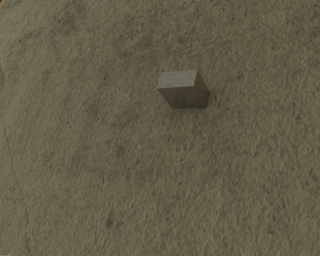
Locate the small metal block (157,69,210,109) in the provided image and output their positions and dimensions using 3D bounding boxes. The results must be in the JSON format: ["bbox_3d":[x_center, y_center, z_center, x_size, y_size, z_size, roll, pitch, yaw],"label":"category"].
[{"bbox_3d":[0.031,-0.049,0.402,0.050,0.050,0.025,0,62,28],"label":"small metal block"}]
